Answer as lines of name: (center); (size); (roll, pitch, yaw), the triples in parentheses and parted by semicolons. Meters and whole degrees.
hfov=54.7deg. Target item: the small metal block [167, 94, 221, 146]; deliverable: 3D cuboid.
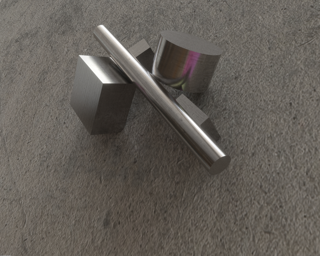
small metal block: (0.041, -0.006, 0.367); (0.025, 0.050, 0.050); (-42, 51, 0)

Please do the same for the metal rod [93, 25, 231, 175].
metal rod: (-0.017, -0.056, 0.383); (0.025, 0.025, 0.300); (-40, 51, 1)

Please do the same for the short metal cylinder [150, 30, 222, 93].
short metal cylinder: (0.032, -0.086, 0.397); (0.080, 0.081, 0.050); (45, 129, 39)

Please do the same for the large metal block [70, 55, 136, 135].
large metal block: (-0.083, -0.047, 0.437); (0.080, 0.050, 0.079); (47, 129, 38)

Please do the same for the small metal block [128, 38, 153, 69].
small metal block: (-0.029, -0.096, 0.462); (0.050, 0.050, 0.025); (-34, 52, 6)
